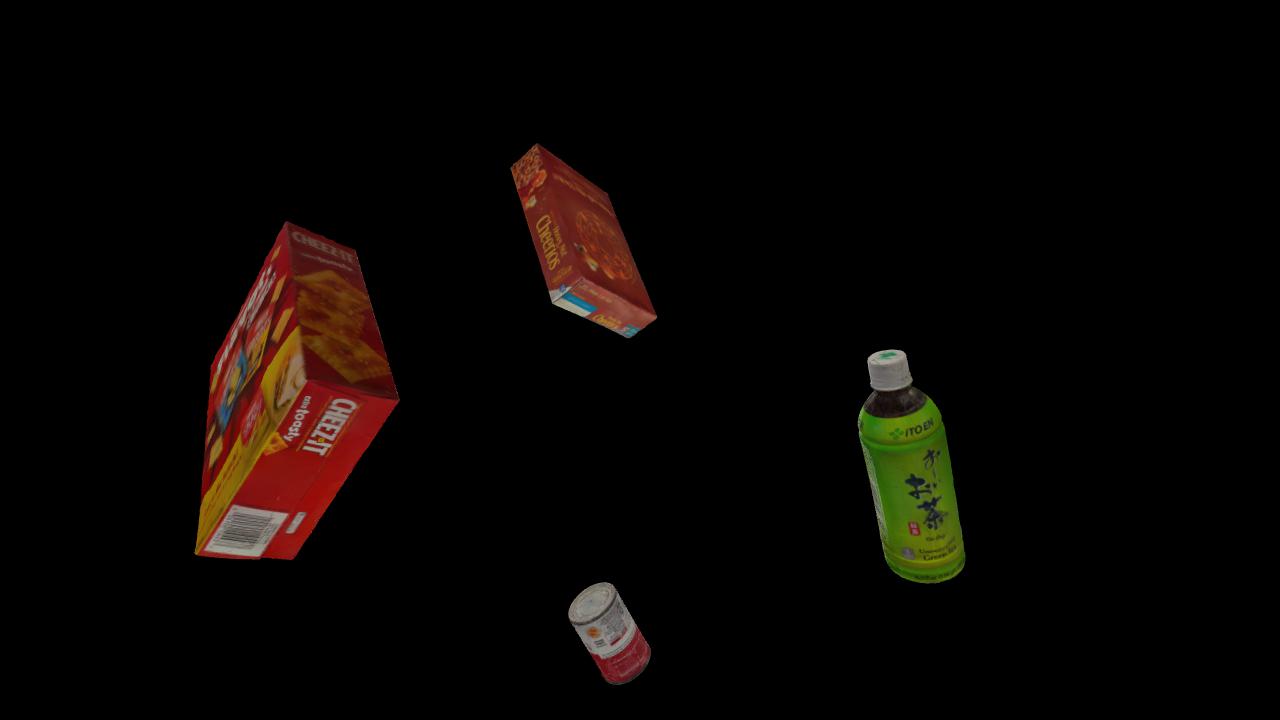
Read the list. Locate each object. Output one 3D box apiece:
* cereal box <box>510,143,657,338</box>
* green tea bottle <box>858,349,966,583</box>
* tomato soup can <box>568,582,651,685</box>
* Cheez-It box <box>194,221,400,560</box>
[{"bbox_3d":[-0.097,-0.200,1.052,0.081,0.306,0.203,-33,-30,24],"label":"cereal box"},{"bbox_3d":[0.232,0.092,0.537,0.073,0.212,0.073,-18,19,6],"label":"green tea bottle"},{"bbox_3d":[-0.038,0.336,0.758,0.068,0.101,0.068,-25,16,7],"label":"tomato soup can"},{"bbox_3d":[-0.277,0.016,0.486,0.071,0.166,0.223,23,21,-43],"label":"Cheez-It box"}]
